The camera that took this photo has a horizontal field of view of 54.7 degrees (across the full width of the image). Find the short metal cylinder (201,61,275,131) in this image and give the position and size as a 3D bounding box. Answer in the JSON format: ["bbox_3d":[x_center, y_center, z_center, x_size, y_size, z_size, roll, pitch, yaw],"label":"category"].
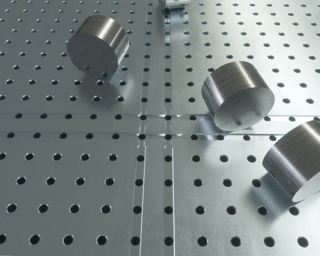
[{"bbox_3d":[0.101,-0.040,0.407,0.081,0.080,0.050,-11,51,-9],"label":"short metal cylinder"}]

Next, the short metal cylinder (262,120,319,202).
[{"bbox_3d":[0.163,0.037,0.343,0.081,0.080,0.050,-21,54,-17],"label":"short metal cylinder"}]

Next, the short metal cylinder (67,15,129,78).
[{"bbox_3d":[-0.094,-0.124,0.475,0.080,0.080,0.050,12,51,9],"label":"short metal cylinder"}]

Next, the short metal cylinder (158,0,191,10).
[{"bbox_3d":[0.026,-0.275,0.604,0.050,0.080,0.080,-11,51,-10],"label":"short metal cylinder"}]
